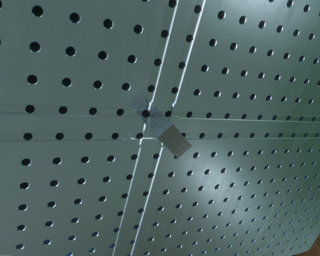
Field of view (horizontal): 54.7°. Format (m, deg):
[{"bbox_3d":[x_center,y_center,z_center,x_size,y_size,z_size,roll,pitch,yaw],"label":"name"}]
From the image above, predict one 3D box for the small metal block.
[{"bbox_3d":[0.009,0.006,0.405,0.025,0.050,0.050,-43,130,1],"label":"small metal block"}]
